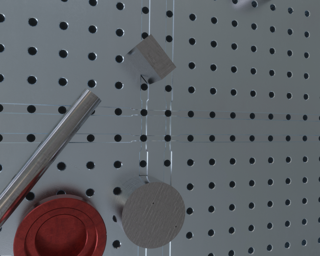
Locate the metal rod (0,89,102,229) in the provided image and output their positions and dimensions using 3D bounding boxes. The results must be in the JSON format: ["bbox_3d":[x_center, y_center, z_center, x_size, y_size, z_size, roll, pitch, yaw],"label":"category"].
[{"bbox_3d":[-0.169,0.078,0.350,0.025,0.025,0.300,40,77,-16],"label":"metal rod"}]

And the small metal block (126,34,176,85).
[{"bbox_3d":[-0.013,-0.085,0.395,0.025,0.050,0.050,-43,104,-15],"label":"small metal block"}]

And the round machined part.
[{"bbox_3d":[-0.115,0.126,0.362,0.099,0.042,0.097,0,90,-20],"label":"round machined part"}]

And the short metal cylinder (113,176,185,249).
[{"bbox_3d":[-0.015,0.104,0.394,0.081,0.050,0.079,0,90,-20],"label":"short metal cylinder"}]
